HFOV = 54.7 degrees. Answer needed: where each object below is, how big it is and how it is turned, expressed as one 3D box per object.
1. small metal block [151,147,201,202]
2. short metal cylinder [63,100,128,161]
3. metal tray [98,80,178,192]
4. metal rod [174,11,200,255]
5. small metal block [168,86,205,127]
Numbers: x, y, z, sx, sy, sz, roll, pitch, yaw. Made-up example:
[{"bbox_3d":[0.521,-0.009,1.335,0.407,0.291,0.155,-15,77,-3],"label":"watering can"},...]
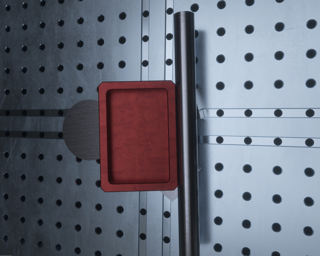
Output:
[{"bbox_3d":[0.016,0.059,0.405,0.050,0.025,0.050,41,102,15],"label":"small metal block"},{"bbox_3d":[-0.085,0.002,0.427,0.080,0.050,0.079,0,90,19],"label":"short metal cylinder"},{"bbox_3d":[-0.026,0.009,0.376,0.091,0.030,0.129,-1,90,0],"label":"metal tray"},{"bbox_3d":[0.033,0.012,0.373,0.025,0.025,0.298,-1,90,19],"label":"metal rod"},{"bbox_3d":[0.026,-0.029,0.403,0.050,0.025,0.050,-16,85,19],"label":"small metal block"}]
